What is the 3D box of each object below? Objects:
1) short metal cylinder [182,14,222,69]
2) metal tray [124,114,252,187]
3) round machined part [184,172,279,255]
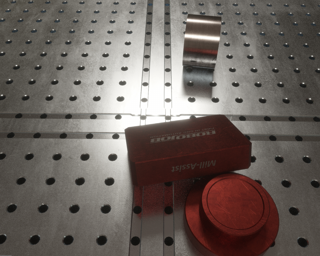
[{"bbox_3d":[0.065,-0.135,0.486,0.050,0.080,0.080,7,50,5],"label":"short metal cylinder"},{"bbox_3d":[0.028,0.022,0.363,0.131,0.030,0.090,-8,25,-7],"label":"metal tray"},{"bbox_3d":[0.075,0.087,0.325,0.099,0.042,0.098,0,50,0],"label":"round machined part"}]
